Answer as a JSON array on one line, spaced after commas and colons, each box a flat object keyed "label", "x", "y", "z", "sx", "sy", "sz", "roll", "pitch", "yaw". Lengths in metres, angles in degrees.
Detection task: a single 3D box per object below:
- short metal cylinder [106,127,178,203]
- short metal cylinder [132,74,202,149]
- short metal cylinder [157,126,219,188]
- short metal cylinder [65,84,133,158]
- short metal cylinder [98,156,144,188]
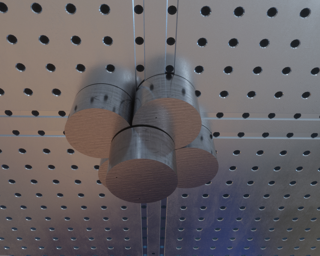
[{"label": "short metal cylinder", "x": -0.021, "y": 0.045, "z": 0.365, "sx": 0.081, "sy": 0.050, "sz": 0.079, "roll": -1, "pitch": 132, "yaw": -1}, {"label": "short metal cylinder", "x": 0.008, "y": -0.018, "z": 0.379, "sx": 0.081, "sy": 0.050, "sz": 0.079, "roll": 0, "pitch": 130, "yaw": 0}, {"label": "short metal cylinder", "x": 0.037, "y": 0.038, "z": 0.428, "sx": 0.081, "sy": 0.050, "sz": 0.079, "roll": 0, "pitch": 130, "yaw": 0}, {"label": "short metal cylinder", "x": -0.072, "y": -0.008, "z": 0.387, "sx": 0.081, "sy": 0.050, "sz": 0.079, "roll": 0, "pitch": 130, "yaw": 0}, {"label": "short metal cylinder", "x": -0.043, "y": 0.049, "z": 0.435, "sx": 0.081, "sy": 0.050, "sz": 0.079, "roll": 0, "pitch": 130, "yaw": 0}]
